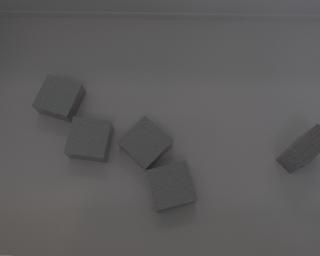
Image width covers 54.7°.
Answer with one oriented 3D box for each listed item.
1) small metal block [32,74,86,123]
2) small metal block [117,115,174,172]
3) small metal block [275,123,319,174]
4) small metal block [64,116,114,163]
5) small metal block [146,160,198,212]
[{"bbox_3d":[-0.137,-0.040,0.423,0.050,0.025,0.050,17,71,6],"label":"small metal block"},{"bbox_3d":[-0.018,0.021,0.402,0.050,0.025,0.050,41,75,13],"label":"small metal block"},{"bbox_3d":[0.180,0.027,0.387,0.050,0.050,0.025,-39,75,-13],"label":"small metal block"},{"bbox_3d":[-0.091,0.015,0.403,0.050,0.025,0.050,8,70,2],"label":"small metal block"},{"bbox_3d":[0.014,0.072,0.383,0.050,0.025,0.050,-14,71,-5],"label":"small metal block"}]
